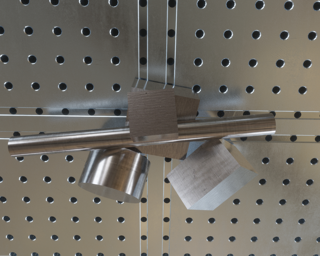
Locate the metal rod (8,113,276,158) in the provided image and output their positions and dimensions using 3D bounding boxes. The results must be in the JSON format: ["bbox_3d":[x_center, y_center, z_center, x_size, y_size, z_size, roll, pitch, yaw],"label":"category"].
[{"bbox_3d":[-0.022,0.009,0.359,0.302,0.025,0.025,-5,110,2],"label":"metal rod"}]

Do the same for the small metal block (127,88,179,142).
[{"bbox_3d":[-0.007,-0.013,0.338,0.050,0.025,0.050,-5,75,2],"label":"small metal block"}]

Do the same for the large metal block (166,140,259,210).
[{"bbox_3d":[0.069,0.060,0.396,0.080,0.050,0.080,-43,149,14],"label":"large metal block"}]

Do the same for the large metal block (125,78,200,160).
[{"bbox_3d":[-0.001,-0.012,0.392,0.081,0.050,0.079,10,110,-4],"label":"large metal block"}]

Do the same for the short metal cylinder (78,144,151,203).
[{"bbox_3d":[-0.057,0.060,0.395,0.080,0.080,0.050,18,66,-7],"label":"short metal cylinder"}]
